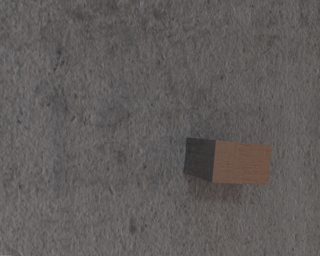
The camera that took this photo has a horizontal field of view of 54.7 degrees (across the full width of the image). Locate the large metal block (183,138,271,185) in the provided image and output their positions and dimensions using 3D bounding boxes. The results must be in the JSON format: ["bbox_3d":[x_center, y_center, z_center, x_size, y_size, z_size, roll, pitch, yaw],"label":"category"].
[{"bbox_3d":[0.087,0.043,0.413,0.081,0.080,0.050,6,88,-20],"label":"large metal block"}]
